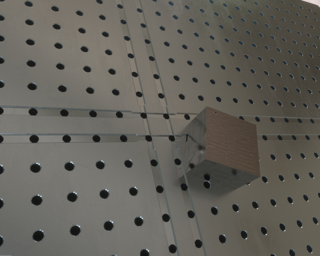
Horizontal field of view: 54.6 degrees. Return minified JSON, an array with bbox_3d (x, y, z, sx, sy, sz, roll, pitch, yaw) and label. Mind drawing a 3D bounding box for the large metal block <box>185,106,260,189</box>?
[{"bbox_3d":[0.084,0.028,0.420,0.080,0.050,0.080,19,54,-17],"label":"large metal block"}]
